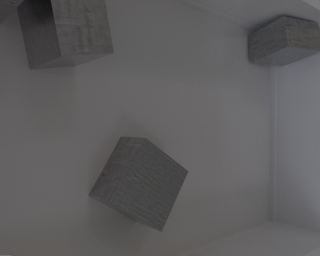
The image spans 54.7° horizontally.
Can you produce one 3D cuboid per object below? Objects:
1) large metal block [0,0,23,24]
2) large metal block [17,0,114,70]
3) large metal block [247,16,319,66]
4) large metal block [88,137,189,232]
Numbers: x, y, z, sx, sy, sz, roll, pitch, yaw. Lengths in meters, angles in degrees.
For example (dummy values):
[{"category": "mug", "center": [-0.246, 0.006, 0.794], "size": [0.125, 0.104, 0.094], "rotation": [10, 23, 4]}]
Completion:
[{"category": "large metal block", "center": [-0.157, -0.125, 0.239], "size": [0.081, 0.080, 0.050], "rotation": [5, 87, -40]}, {"category": "large metal block", "center": [-0.093, -0.103, 0.293], "size": [0.050, 0.080, 0.079], "rotation": [-15, 100, -39]}, {"category": "large metal block", "center": [0.212, -0.146, 0.534], "size": [0.081, 0.080, 0.050], "rotation": [-2, 83, -28]}, {"category": "large metal block", "center": [-0.023, 0.066, 0.371], "size": [0.080, 0.050, 0.080], "rotation": [40, 66, -33]}]
